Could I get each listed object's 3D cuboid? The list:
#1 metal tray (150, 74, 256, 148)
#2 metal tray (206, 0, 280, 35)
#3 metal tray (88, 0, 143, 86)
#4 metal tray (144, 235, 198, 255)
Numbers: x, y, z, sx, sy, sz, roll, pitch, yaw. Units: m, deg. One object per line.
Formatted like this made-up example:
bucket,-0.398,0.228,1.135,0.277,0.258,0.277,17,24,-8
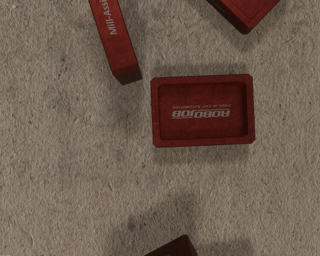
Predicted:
metal tray,0.055,-0.022,0.408,0.131,0.030,0.089,-2,90,-1
metal tray,0.100,-0.201,0.408,0.130,0.030,0.090,43,90,-1
metal tray,-0.057,-0.123,0.376,0.030,0.090,0.129,-18,90,0
metal tray,-0.014,0.187,0.377,0.130,0.090,0.030,-28,90,0
